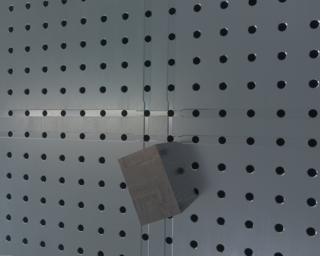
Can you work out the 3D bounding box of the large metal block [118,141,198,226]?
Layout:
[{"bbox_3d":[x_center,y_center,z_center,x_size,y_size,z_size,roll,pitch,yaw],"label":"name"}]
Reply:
[{"bbox_3d":[0.001,0.064,0.383,0.050,0.080,0.080,-23,82,19],"label":"large metal block"}]
